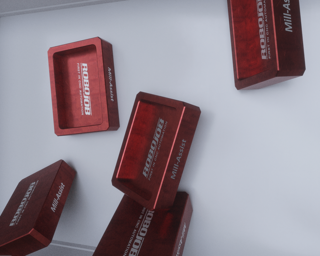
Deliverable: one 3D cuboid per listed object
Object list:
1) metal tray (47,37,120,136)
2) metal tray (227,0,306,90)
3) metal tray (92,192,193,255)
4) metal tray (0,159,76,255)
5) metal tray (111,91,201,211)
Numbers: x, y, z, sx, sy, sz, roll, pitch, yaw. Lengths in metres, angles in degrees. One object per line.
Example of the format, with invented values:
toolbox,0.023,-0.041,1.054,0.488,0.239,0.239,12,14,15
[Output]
metal tray,-0.111,-0.056,0.446,0.090,0.030,0.129,-6,88,19
metal tray,0.110,-0.112,0.335,0.030,0.090,0.129,-4,89,-13
metal tray,-0.018,0.129,0.362,0.090,0.130,0.030,-4,119,20
metal tray,-0.173,0.109,0.421,0.090,0.130,0.030,-26,120,18
metal tray,-0.008,0.026,0.386,0.090,0.030,0.129,19,94,46
